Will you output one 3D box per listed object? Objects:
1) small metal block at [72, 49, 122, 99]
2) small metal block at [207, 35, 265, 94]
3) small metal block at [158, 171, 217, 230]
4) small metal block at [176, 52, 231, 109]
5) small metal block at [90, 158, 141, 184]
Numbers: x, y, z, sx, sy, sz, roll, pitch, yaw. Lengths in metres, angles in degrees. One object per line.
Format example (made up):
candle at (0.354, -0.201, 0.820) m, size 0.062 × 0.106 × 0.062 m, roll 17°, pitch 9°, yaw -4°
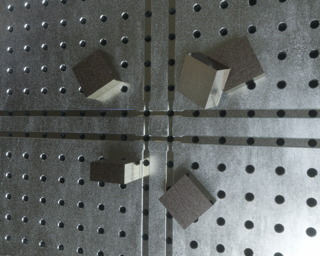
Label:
small metal block at (-0.091, -0.076, 0.445) m, size 0.050 × 0.025 × 0.050 m, roll -31°, pitch 80°, yaw 17°
small metal block at (0.094, -0.076, 0.380) m, size 0.050 × 0.025 × 0.050 m, roll -26°, pitch 82°, yaw 18°
small metal block at (0.035, 0.093, 0.400) m, size 0.050 × 0.025 × 0.050 m, roll -45°, pitch 76°, yaw 14°
small metal block at (0.051, -0.058, 0.377) m, size 0.050 × 0.025 × 0.050 m, roll 39°, pitch 129°, yaw 34°
small metal block at (-0.059, 0.057, 0.421) m, size 0.050 × 0.050 × 0.025 m, roll 2°, pitch 91°, yaw 20°
